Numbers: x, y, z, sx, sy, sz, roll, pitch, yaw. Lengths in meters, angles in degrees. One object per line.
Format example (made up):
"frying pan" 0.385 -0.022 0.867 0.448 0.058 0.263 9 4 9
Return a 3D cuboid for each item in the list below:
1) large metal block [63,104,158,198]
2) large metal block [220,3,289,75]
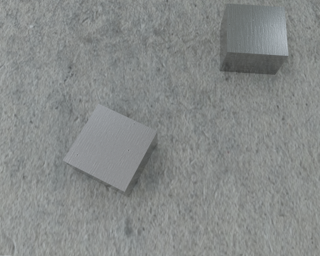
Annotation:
"large metal block" -0.057 0.029 0.384 0.080 0.050 0.080 25 72 8
"large metal block" 0.131 -0.126 0.443 0.081 0.050 0.080 4 70 1
